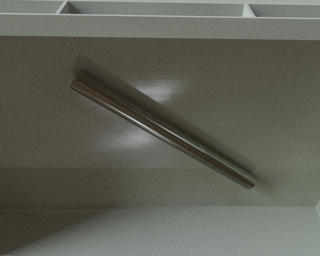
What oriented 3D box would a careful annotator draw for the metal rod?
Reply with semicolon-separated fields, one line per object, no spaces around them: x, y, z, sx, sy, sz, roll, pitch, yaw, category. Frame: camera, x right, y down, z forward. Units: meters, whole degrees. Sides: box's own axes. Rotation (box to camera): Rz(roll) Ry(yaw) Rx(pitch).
0.021;0.013;0.419;0.301;0.025;0.025;31;124;-24;metal rod
